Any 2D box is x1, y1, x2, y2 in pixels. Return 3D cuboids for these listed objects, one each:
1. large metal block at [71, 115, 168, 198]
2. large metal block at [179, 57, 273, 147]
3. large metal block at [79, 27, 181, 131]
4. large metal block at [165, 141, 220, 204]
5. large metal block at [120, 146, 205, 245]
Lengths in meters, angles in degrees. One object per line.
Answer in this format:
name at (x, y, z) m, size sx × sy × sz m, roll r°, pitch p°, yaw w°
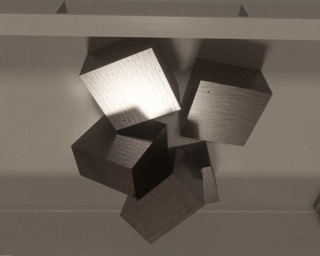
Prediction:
large metal block at (-0.045, 0.027, 0.377) m, size 0.080 × 0.080 × 0.050 m, roll 17°, pitch 134°, yaw 22°
large metal block at (0.073, -0.029, 0.369) m, size 0.081 × 0.050 × 0.079 m, roll 9°, pitch 130°, yaw -9°
large metal block at (-0.030, -0.053, 0.347) m, size 0.080 × 0.050 × 0.080 m, roll -18°, pitch 128°, yaw 14°
large metal block at (0.038, 0.071, 0.454) m, size 0.080 × 0.050 × 0.080 m, roll -12°, pitch 129°, yaw 10°
large metal block at (0.006, 0.078, 0.376) m, size 0.080 × 0.080 × 0.050 m, roll -41°, pitch 99°, yaw 16°
